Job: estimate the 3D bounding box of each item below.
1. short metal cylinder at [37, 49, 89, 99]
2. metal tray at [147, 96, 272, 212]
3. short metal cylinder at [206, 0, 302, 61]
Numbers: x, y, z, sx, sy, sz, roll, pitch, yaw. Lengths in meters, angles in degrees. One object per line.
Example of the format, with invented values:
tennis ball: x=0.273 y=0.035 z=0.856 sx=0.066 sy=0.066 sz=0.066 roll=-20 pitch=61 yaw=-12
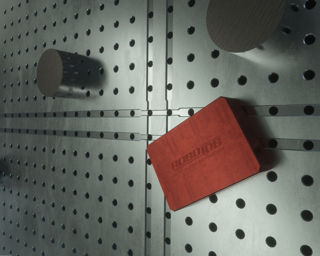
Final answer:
short metal cylinder: x=-0.168 y=-0.092 z=0.532 sx=0.080 sy=0.050 sz=0.080 roll=0 pitch=90 yaw=40
metal tray: x=0.051 y=0.033 z=0.365 sx=0.130 sy=0.030 sz=0.090 roll=-35 pitch=68 yaw=34
short metal cylinder: x=0.095 y=-0.112 z=0.315 sx=0.080 sy=0.050 sz=0.080 roll=0 pitch=90 yaw=40
